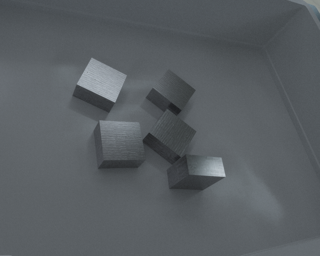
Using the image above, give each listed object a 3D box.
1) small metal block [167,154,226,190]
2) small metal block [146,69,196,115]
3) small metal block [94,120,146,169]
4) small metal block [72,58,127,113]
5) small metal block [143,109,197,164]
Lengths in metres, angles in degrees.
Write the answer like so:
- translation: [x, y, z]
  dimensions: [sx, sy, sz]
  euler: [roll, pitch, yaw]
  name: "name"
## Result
- translation: [0.043, 0.056, 0.381]
  dimensions: [0.050, 0.050, 0.025]
  euler: [8, 59, -25]
  name: "small metal block"
- translation: [0.016, -0.049, 0.446]
  dimensions: [0.050, 0.025, 0.050]
  euler: [38, 51, -3]
  name: "small metal block"
- translation: [-0.049, 0.020, 0.369]
  dimensions: [0.050, 0.025, 0.050]
  euler: [3, 61, -27]
  name: "small metal block"
- translation: [-0.077, -0.055, 0.399]
  dimensions: [0.050, 0.025, 0.050]
  euler: [26, 53, -13]
  name: "small metal block"
- translation: [0.013, 0.011, 0.407]
  dimensions: [0.050, 0.025, 0.050]
  euler: [38, 51, -3]
  name: "small metal block"
